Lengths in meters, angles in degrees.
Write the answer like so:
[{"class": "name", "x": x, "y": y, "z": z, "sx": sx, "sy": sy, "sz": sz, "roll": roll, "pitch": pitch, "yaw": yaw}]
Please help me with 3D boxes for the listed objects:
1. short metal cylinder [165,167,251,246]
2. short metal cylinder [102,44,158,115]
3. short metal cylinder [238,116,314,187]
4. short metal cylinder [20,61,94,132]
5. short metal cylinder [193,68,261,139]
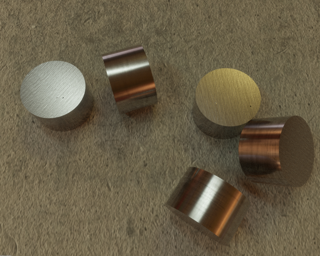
[{"class": "short metal cylinder", "x": 0.053, "y": 0.087, "z": 0.347, "sx": 0.080, "sy": 0.080, "sz": 0.050, "roll": 32, "pitch": 73, "yaw": 11}, {"class": "short metal cylinder", "x": -0.039, "y": -0.062, "z": 0.401, "sx": 0.050, "sy": 0.080, "sz": 0.080, "roll": -17, "pitch": 71, "yaw": -6}, {"class": "short metal cylinder", "x": 0.138, "y": 0.027, "z": 0.364, "sx": 0.081, "sy": 0.050, "sz": 0.080, "roll": 3, "pitch": 86, "yaw": -40}, {"class": "short metal cylinder", "x": -0.133, "y": -0.041, "z": 0.409, "sx": 0.081, "sy": 0.050, "sz": 0.080, "roll": 0, "pitch": 70, "yaw": 0}, {"class": "short metal cylinder", "x": 0.084, "y": -0.031, "z": 0.406, "sx": 0.080, "sy": 0.050, "sz": 0.080, "roll": 0, "pitch": 70, "yaw": 0}]
